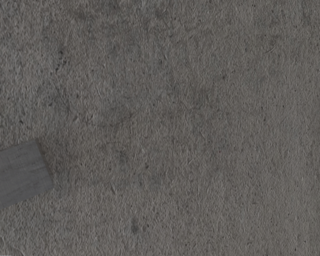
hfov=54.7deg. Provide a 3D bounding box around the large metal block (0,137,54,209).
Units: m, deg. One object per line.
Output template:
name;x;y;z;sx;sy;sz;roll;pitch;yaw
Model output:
large metal block;-0.160;0.048;0.321;0.081;0.080;0.050;-21;97;-19
